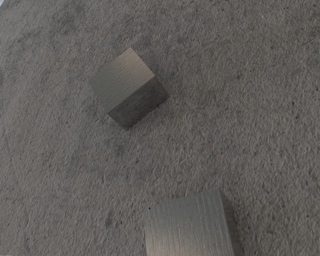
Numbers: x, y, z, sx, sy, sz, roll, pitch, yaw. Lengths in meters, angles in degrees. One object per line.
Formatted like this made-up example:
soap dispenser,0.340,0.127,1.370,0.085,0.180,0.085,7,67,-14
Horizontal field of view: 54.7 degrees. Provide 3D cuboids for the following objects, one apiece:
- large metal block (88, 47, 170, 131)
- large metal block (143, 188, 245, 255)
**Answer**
large metal block,-0.046,-0.057,0.447,0.080,0.050,0.080,-38,51,2
large metal block,0.034,0.113,0.300,0.080,0.050,0.080,-19,54,17
